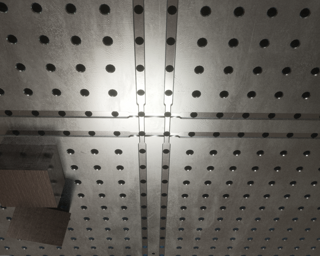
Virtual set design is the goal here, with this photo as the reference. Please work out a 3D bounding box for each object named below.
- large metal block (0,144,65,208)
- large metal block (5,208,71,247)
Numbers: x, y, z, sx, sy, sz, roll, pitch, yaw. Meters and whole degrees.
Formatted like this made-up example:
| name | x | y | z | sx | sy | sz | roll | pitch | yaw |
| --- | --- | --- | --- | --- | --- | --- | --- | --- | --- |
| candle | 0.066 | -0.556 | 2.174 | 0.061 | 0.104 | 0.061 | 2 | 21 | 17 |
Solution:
| name | x | y | z | sx | sy | sz | roll | pitch | yaw |
| --- | --- | --- | --- | --- | --- | --- | --- | --- | --- |
| large metal block | -0.191 | 0.070 | 0.451 | 0.081 | 0.050 | 0.079 | 1 | 129 | -2 |
| large metal block | -0.193 | 0.155 | 0.501 | 0.081 | 0.050 | 0.080 | 16 | 161 | -14 |
